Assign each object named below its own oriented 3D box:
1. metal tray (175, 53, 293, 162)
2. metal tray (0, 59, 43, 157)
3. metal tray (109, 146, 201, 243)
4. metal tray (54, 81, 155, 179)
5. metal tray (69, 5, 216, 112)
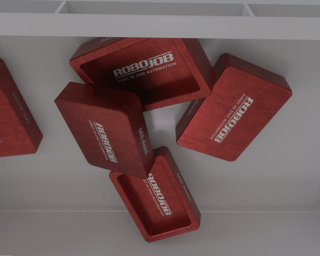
[{"bbox_3d":[0.087,-0.019,0.390,0.091,0.030,0.129,19,128,-16],"label":"metal tray"},{"bbox_3d":[-0.217,-0.019,0.387,0.090,0.030,0.129,-6,130,5],"label":"metal tray"},{"bbox_3d":[-0.005,0.101,0.460,0.090,0.030,0.129,-22,105,17],"label":"metal tray"},{"bbox_3d":[-0.061,0.007,0.377,0.090,0.030,0.129,12,143,19],"label":"metal tray"},{"bbox_3d":[-0.019,-0.062,0.328,0.130,0.030,0.090,-11,132,32],"label":"metal tray"}]
